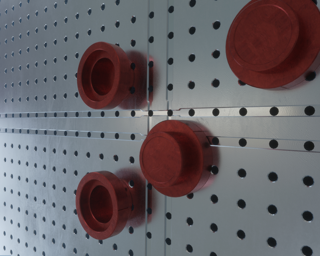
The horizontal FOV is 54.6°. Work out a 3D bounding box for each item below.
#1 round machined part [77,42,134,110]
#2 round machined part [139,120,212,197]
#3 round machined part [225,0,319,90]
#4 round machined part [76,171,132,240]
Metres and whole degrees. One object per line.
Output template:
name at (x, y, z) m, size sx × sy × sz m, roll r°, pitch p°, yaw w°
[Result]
round machined part at (-0.077, -0.076, 0.464) m, size 0.098 × 0.042 × 0.097 m, roll 0°, pitch 90°, yaw 40°
round machined part at (0.013, 0.038, 0.389) m, size 0.098 × 0.042 × 0.097 m, roll 0°, pitch 90°, yaw 40°
round machined part at (0.109, -0.088, 0.309) m, size 0.098 × 0.042 × 0.097 m, roll 0°, pitch 90°, yaw 40°
round machined part at (-0.080, 0.113, 0.466) m, size 0.098 × 0.042 × 0.097 m, roll 0°, pitch 90°, yaw 40°
